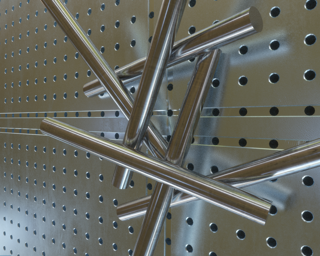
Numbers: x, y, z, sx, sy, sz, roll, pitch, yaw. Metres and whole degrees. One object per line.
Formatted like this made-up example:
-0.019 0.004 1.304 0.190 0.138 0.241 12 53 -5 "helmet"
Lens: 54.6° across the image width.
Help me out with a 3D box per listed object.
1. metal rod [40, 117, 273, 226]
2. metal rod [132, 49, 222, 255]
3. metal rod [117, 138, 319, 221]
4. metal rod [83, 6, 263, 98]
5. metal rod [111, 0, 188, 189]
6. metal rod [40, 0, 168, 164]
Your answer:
-0.025 0.039 0.361 0.300 0.025 0.025 18 102 25 "metal rod"
0.014 0.049 0.371 0.025 0.025 0.299 21 95 38 "metal rod"
0.054 0.070 0.365 0.299 0.025 0.025 -27 73 37 "metal rod"
-0.012 -0.082 0.398 0.299 0.025 0.025 -11 83 46 "metal rod"
-0.010 -0.057 0.360 0.025 0.025 0.298 34 117 35 "metal rod"
-0.078 -0.078 0.425 0.025 0.025 0.300 -42 80 32 "metal rod"
